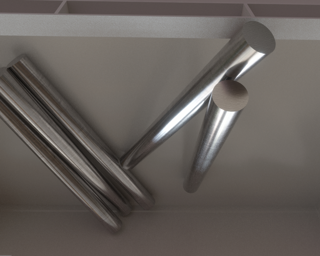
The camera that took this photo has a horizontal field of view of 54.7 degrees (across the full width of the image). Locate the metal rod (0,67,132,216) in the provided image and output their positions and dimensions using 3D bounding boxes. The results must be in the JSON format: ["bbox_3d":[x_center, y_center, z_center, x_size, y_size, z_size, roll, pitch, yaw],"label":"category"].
[{"bbox_3d":[-0.116,0.040,0.427,0.025,0.025,0.299,-18,133,14],"label":"metal rod"}]

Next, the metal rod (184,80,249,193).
[{"bbox_3d":[0.049,0.034,0.351,0.025,0.025,0.299,0,158,0],"label":"metal rod"}]

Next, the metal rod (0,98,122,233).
[{"bbox_3d":[-0.142,0.049,0.427,0.025,0.025,0.299,-23,120,18],"label":"metal rod"}]

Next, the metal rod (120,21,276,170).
[{"bbox_3d":[0.008,-0.004,0.324,0.025,0.025,0.299,18,153,-15],"label":"metal rod"}]

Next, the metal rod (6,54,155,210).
[{"bbox_3d":[-0.089,0.026,0.429,0.025,0.025,0.300,-22,127,18],"label":"metal rod"}]
